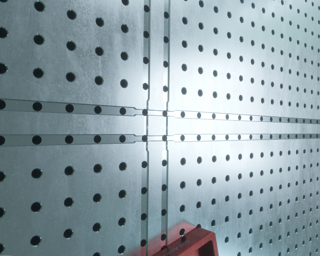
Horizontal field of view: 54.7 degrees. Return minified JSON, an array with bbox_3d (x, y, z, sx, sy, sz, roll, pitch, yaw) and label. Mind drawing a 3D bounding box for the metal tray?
[{"bbox_3d":[0.031,0.210,0.434,0.131,0.030,0.089,-17,101,-39],"label":"metal tray"}]
